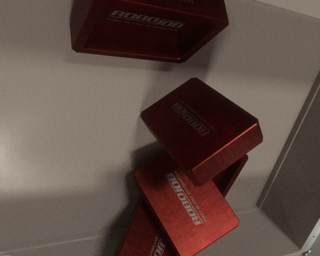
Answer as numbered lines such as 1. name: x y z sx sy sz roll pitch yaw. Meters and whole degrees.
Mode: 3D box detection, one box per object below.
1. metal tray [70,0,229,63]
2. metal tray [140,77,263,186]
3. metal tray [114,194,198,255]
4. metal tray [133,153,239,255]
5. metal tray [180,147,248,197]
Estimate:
1. metal tray: -0.012 -0.101 0.301 0.131 0.090 0.030 -1 75 -29
2. metal tray: 0.042 -0.003 0.364 0.090 0.130 0.030 -35 129 -6
3. metal tray: -0.004 0.154 0.422 0.090 0.130 0.030 30 141 -6
4. metal tray: 0.032 0.097 0.420 0.091 0.130 0.030 -27 163 -17
5. metal tray: 0.075 0.085 0.501 0.091 0.030 0.129 13 111 -34
